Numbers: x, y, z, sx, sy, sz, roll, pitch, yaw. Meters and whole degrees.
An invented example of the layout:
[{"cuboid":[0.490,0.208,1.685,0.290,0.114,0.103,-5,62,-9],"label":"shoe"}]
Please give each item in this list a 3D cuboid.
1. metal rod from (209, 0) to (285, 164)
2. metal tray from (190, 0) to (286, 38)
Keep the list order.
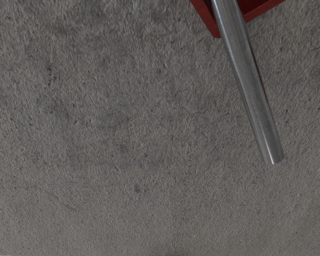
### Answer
[{"cuboid":[0.070,-0.089,0.291,0.025,0.025,0.299,-19,116,15],"label":"metal rod"},{"cuboid":[0.057,-0.146,0.258,0.090,0.030,0.130,-27,140,21],"label":"metal tray"}]
